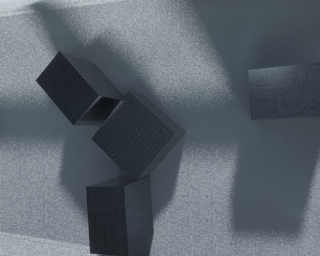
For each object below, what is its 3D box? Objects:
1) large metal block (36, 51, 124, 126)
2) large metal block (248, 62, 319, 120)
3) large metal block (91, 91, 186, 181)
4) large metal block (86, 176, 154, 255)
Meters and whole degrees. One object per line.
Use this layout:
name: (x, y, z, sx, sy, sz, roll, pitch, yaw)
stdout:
large metal block: (-0.101, -0.049, 0.416, 0.050, 0.080, 0.080, -46, 76, 14)
large metal block: (0.140, -0.035, 0.332, 0.080, 0.080, 0.050, -3, 89, 19)
large metal block: (-0.027, 0.010, 0.406, 0.080, 0.050, 0.080, 43, 103, 14)
large metal block: (-0.048, 0.107, 0.397, 0.050, 0.080, 0.079, -4, 89, 20)
